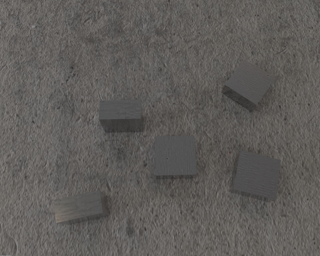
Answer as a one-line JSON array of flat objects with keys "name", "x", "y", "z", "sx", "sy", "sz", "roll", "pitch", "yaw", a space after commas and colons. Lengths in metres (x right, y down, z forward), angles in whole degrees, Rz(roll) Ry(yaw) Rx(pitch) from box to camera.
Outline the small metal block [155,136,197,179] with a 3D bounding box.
[{"name": "small metal block", "x": 0.019, "y": 0.038, "z": 0.394, "sx": 0.050, "sy": 0.025, "sz": 0.050, "roll": -1, "pitch": 70, "yaw": -1}]

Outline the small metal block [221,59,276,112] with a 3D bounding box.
[{"name": "small metal block", "x": 0.122, "y": -0.059, "z": 0.430, "sx": 0.050, "sy": 0.025, "sz": 0.050, "roll": 36, "pitch": 74, "yaw": 12}]

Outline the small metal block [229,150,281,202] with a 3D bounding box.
[{"name": "small metal block", "x": 0.118, "y": 0.060, "z": 0.387, "sx": 0.050, "sy": 0.025, "sz": 0.050, "roll": 14, "pitch": 71, "yaw": 5}]

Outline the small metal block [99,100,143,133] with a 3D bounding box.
[{"name": "small metal block", "x": -0.049, "y": -0.014, "z": 0.399, "sx": 0.050, "sy": 0.050, "sz": 0.025, "roll": -1, "pitch": 70, "yaw": -1}]

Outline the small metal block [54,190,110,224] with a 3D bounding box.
[{"name": "small metal block", "x": -0.089, "y": 0.093, "z": 0.360, "sx": 0.050, "sy": 0.050, "sz": 0.025, "roll": -12, "pitch": 71, "yaw": -4}]
